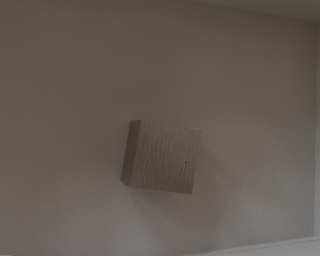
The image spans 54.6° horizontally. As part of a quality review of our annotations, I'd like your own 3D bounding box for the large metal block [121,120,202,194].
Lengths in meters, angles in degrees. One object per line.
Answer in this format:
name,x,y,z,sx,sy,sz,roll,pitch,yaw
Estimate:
large metal block,0.000,0.036,0.397,0.081,0.050,0.080,10,87,-20
